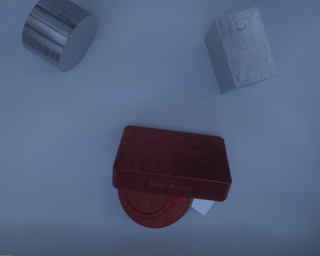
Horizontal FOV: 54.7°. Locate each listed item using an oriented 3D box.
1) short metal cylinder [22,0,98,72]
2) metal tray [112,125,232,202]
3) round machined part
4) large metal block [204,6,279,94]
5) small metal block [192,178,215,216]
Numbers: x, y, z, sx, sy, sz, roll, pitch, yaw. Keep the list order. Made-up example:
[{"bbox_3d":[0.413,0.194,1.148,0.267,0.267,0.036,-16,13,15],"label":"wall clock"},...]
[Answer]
[{"bbox_3d":[-0.121,-0.116,0.382,0.050,0.080,0.080,32,90,0],"label":"short metal cylinder"},{"bbox_3d":[0.015,0.040,0.378,0.131,0.090,0.030,7,123,-1],"label":"metal tray"},{"bbox_3d":[-0.009,0.076,0.387,0.098,0.042,0.097,-2,82,19],"label":"round machined part"},{"bbox_3d":[0.097,-0.091,0.385,0.050,0.080,0.080,-17,90,0],"label":"large metal block"},{"bbox_3d":[0.052,0.079,0.412,0.050,0.025,0.050,36,90,-1],"label":"small metal block"}]
